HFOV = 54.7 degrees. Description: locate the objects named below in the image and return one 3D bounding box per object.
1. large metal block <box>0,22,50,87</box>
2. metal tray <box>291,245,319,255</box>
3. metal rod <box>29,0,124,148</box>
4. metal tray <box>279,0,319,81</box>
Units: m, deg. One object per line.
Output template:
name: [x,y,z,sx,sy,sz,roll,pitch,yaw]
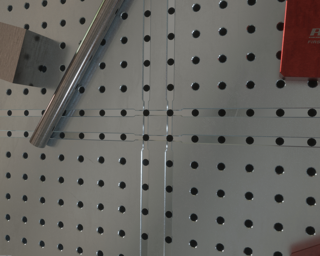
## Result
large metal block: [-0.229,-0.115,0.480,0.080,0.050,0.080,19,96,19]
metal tray: [0.213,0.191,0.334,0.090,0.030,0.130,-28,81,17]
metal rod: [-0.113,-0.101,0.452,0.025,0.025,0.299,34,101,16]
metal tray: [0.204,-0.097,0.338,0.130,0.030,0.089,5,92,19]
